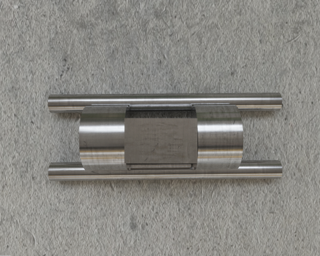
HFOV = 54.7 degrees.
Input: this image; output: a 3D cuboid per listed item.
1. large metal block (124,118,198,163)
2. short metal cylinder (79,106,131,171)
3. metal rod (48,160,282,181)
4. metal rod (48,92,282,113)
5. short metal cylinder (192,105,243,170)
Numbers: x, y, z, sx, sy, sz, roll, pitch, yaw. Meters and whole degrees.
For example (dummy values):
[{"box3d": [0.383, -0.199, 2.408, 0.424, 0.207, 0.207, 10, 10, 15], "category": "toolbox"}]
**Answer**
[{"box3d": [0.001, 0.014, 0.381, 0.081, 0.080, 0.050, 0, 90, 0], "category": "large metal block"}, {"box3d": [-0.064, 0.012, 0.383, 0.050, 0.080, 0.079, -1, 90, 0], "category": "short metal cylinder"}, {"box3d": [0.007, 0.056, 0.411, 0.302, 0.025, 0.025, -1, 90, 0], "category": "metal rod"}, {"box3d": [0.007, -0.033, 0.411, 0.302, 0.025, 0.025, -1, 90, 0], "category": "metal rod"}, {"box3d": [0.067, 0.012, 0.384, 0.050, 0.080, 0.079, -1, 90, 0], "category": "short metal cylinder"}]
